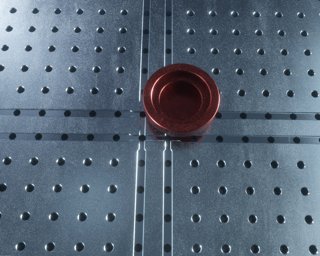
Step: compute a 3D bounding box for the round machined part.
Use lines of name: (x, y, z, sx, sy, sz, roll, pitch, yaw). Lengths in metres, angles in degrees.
round machined part: (0.027, -0.034, 0.415, 0.099, 0.042, 0.098, 0, 70, -1)
